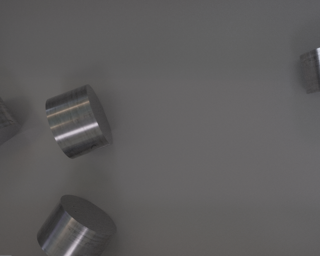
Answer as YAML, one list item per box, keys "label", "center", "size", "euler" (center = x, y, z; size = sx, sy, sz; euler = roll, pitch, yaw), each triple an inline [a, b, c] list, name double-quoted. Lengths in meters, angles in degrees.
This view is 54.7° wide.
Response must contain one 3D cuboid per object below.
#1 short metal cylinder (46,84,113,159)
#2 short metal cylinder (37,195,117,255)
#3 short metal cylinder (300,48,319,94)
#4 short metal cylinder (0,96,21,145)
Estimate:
- label: "short metal cylinder"
  center: [-0.097, -0.008, 0.383]
  size: [0.050, 0.080, 0.080]
  euler: [-21, 90, 0]
- label: "short metal cylinder"
  center: [-0.101, 0.127, 0.383]
  size: [0.080, 0.080, 0.050]
  euler: [34, 90, 0]
- label: "short metal cylinder"
  center: [0.222, -0.075, 0.385]
  size: [0.080, 0.080, 0.050]
  euler: [-11, 90, 0]
- label: "short metal cylinder"
  center: [-0.223, -0.002, 0.382]
  size: [0.080, 0.080, 0.050]
  euler: [-35, 90, 0]
